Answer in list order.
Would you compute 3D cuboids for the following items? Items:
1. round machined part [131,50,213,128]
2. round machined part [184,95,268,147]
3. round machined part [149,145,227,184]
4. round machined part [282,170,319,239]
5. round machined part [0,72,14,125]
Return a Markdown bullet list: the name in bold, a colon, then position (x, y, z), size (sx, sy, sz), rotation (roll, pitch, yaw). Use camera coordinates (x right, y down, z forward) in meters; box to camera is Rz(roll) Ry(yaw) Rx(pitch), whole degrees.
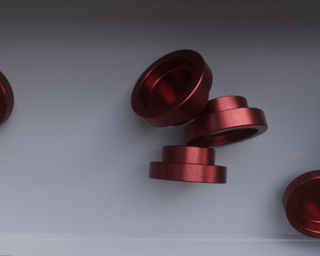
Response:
- **round machined part**: position (0.018, -0.041, 0.363), size (0.098, 0.098, 0.042), rotation (-36, 131, 12)
- **round machined part**: position (0.077, -0.008, 0.381), size (0.099, 0.098, 0.042), rotation (-11, 74, 4)
- **round machined part**: position (0.036, 0.046, 0.397), size (0.099, 0.098, 0.042), rotation (4, 82, -2)
- **round machined part**: position (0.225, 0.103, 0.438), size (0.099, 0.042, 0.097), rotation (3, 108, 8)
- **round machined part**: position (-0.241, -0.036, 0.386), size (0.099, 0.042, 0.097), rotation (0, 110, -1)
